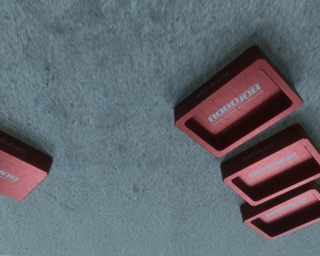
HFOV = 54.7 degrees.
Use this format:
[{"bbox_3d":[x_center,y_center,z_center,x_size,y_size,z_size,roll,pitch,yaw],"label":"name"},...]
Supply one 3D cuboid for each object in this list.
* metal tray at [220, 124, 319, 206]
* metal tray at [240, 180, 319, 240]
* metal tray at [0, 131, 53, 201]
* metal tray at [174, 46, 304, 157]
[{"bbox_3d":[0.168,0.059,0.456,0.130,0.030,0.090,-34,123,25],"label":"metal tray"},{"bbox_3d":[0.216,0.138,0.524,0.130,0.030,0.090,-36,122,26],"label":"metal tray"},{"bbox_3d":[-0.234,0.047,0.441,0.130,0.030,0.090,34,122,-26],"label":"metal tray"},{"bbox_3d":[0.093,-0.026,0.382,0.090,0.030,0.130,37,121,-27],"label":"metal tray"}]
